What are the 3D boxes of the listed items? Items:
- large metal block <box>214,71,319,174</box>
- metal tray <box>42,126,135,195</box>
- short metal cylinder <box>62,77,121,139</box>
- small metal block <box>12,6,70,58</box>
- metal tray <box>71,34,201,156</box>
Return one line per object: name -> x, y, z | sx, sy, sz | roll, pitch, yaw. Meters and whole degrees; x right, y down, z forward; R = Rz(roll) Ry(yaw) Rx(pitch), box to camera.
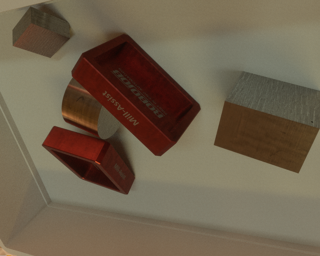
large metal block -> 0.108, -0.010, 0.309 | 0.080, 0.080, 0.050 | 19, 126, 17
metal tray -> -0.097, 0.050, 0.446 | 0.090, 0.030, 0.130 | 14, 155, 20
short metal cylinder -> -0.078, -0.032, 0.393 | 0.050, 0.080, 0.079 | 23, 127, 14
small metal block -> -0.151, -0.119, 0.393 | 0.050, 0.050, 0.025 | -28, 64, 37
metal tray -> -0.022, -0.041, 0.351 | 0.130, 0.090, 0.030 | 44, 129, -3
